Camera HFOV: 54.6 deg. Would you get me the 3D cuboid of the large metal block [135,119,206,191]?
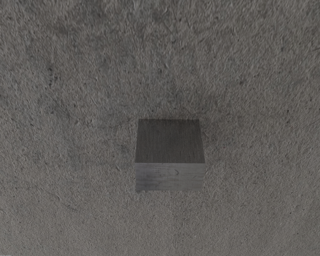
[{"bbox_3d":[0.011,0.033,0.399,0.080,0.080,0.050,1,130,-1],"label":"large metal block"}]
